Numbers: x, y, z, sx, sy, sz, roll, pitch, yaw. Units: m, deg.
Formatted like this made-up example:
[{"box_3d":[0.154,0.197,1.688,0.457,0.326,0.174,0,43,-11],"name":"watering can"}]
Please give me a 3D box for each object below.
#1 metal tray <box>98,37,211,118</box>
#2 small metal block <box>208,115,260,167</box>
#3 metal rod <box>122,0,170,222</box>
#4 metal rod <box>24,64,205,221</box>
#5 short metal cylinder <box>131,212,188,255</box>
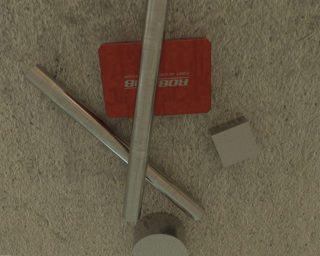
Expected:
[{"box_3d":[-0.004,-0.062,0.384,0.131,0.030,0.089,-3,110,1],"name":"metal tray"},{"box_3d":[0.099,0.018,0.417,0.050,0.025,0.050,-22,109,8],"name":"small metal block"},{"box_3d":[-0.019,-0.018,0.370,0.025,0.025,0.298,7,110,-3],"name":"metal rod"},{"box_3d":[-0.051,0.028,0.419,0.300,0.025,0.025,42,105,-14],"name":"metal rod"},{"box_3d":[0.000,0.174,0.460,0.081,0.050,0.079,0,110,0],"name":"short metal cylinder"}]
